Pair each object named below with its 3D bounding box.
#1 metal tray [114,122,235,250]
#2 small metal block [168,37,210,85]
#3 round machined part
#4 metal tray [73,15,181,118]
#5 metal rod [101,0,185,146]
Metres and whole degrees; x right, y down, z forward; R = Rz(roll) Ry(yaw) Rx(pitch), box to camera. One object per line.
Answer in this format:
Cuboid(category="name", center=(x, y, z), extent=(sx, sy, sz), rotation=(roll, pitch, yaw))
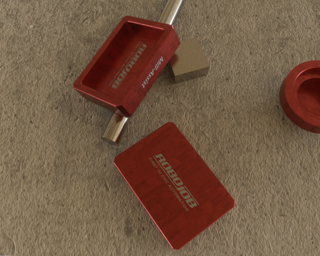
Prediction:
Cuboid(category="metal tray", center=(0.016, 0.068, 0.381), extent=(0.090, 0.030, 0.130), rotation=(-34, 74, -12))
Cuboid(category="small metal block", center=(0.037, -0.096, 0.444), extent=(0.050, 0.025, 0.050), rotation=(-17, 71, -7))
Cuboid(category="round machined part", center=(0.209, -0.038, 0.416), extent=(0.099, 0.042, 0.098), rotation=(0, 70, -1))
Cuboid(category="metal tray", center=(-0.044, -0.086, 0.413), extent=(0.090, 0.030, 0.130), rotation=(24, 75, 32))
Cuboid(category="metal rod", center=(-0.010, -0.113, 0.449), extent=(0.025, 0.025, 0.300), rotation=(20, 71, 7))
